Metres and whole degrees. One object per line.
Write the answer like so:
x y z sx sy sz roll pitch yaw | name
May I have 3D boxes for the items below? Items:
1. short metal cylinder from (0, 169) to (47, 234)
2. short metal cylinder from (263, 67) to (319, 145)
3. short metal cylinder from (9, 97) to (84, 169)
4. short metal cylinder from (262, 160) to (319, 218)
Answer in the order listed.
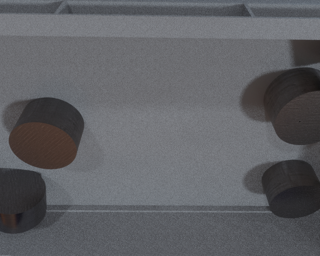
-0.213 0.109 0.464 0.081 0.080 0.050 9 130 -8 | short metal cylinder
0.172 -0.025 0.372 0.081 0.050 0.079 0 130 0 | short metal cylinder
-0.143 0.008 0.398 0.081 0.050 0.079 0 130 0 | short metal cylinder
0.203 0.094 0.475 0.081 0.050 0.079 0 130 0 | short metal cylinder
